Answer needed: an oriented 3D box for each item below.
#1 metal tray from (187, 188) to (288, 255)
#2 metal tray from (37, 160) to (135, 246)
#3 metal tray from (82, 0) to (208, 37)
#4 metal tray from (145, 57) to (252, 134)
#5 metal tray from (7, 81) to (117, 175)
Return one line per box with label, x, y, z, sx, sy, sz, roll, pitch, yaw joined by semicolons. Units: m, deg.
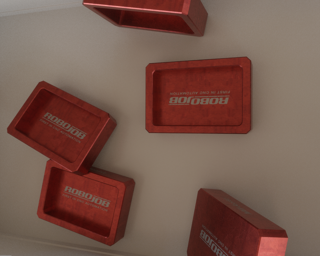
metal tray;0.074;0.127;0.333;0.030;0.130;0.089;9;94;-18
metal tray;-0.108;0.102;0.444;0.130;0.030;0.089;14;94;19
metal tray;-0.015;-0.146;0.380;0.130;0.090;0.030;13;95;19
metal tray;0.048;-0.038;0.390;0.130;0.030;0.089;0;90;19
metal tray;-0.139;-0.002;0.437;0.130;0.030;0.090;26;78;19
